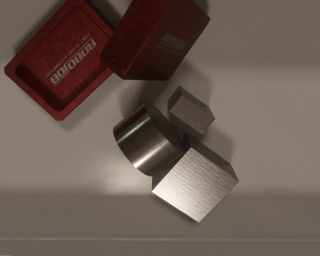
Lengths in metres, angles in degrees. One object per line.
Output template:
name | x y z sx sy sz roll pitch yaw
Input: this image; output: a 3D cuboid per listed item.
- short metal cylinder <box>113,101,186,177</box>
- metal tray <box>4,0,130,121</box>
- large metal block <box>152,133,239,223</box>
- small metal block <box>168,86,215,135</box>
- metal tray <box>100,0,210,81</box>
short metal cylinder | -0.012 0.013 0.387 0.050 0.080 0.080 -38 106 13
metal tray | -0.109 -0.082 0.376 0.130 0.030 0.090 -40 106 13
large metal block | 0.046 0.067 0.424 0.080 0.050 0.080 36 106 -13
small metal block | 0.038 -0.024 0.390 0.050 0.050 0.025 35 106 -12
metal tray | 0.002 -0.094 0.319 0.030 0.131 0.090 39 108 11
